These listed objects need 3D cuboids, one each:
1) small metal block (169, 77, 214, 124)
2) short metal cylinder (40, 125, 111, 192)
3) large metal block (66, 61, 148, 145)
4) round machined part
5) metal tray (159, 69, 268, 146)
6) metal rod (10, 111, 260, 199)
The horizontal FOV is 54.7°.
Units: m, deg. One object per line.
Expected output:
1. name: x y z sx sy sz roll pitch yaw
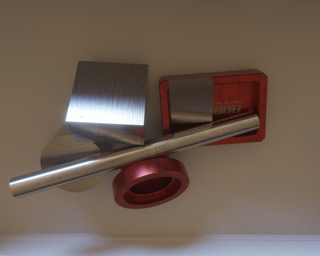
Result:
1. small metal block: 0.037 -0.032 0.375 0.050 0.025 0.050 -4 136 1
2. short metal cylinder: -0.108 0.037 0.408 0.081 0.050 0.079 0 110 -1
3. large metal block: -0.056 -0.029 0.361 0.081 0.080 0.050 3 152 -1
4. round machined part: -0.014 0.065 0.407 0.099 0.042 0.097 -12 145 -8
5. metal tray: 0.067 -0.024 0.398 0.131 0.030 0.089 -4 110 1
6. metal rod: -0.024 0.030 0.376 0.302 0.025 0.025 -15 110 -7
